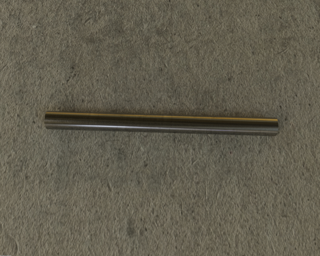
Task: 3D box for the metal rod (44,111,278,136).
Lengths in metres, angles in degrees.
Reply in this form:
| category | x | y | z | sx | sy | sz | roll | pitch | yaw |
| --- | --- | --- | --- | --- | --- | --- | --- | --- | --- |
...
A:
| category | x | y | z | sx | sy | sz | roll | pitch | yaw |
| --- | --- | --- | --- | --- | --- | --- | --- | --- | --- |
| metal rod | 0.002 | -0.006 | 0.412 | 0.302 | 0.025 | 0.025 | 2 | 70 | 0 |
